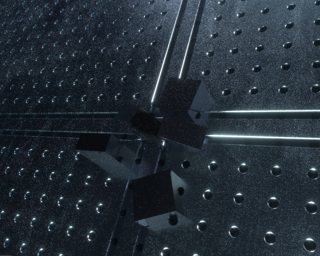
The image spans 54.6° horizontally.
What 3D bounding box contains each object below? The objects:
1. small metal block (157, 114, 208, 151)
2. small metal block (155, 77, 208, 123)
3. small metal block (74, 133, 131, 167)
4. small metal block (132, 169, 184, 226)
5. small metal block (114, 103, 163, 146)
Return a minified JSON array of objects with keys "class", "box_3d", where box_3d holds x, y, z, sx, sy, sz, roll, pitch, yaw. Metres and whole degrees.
[{"class":"small metal block","box_3d":[0.027,0.006,0.361,0.050,0.050,0.025,18,87,8]},{"class":"small metal block","box_3d":[0.029,-0.039,0.418,0.050,0.025,0.050,12,68,33]},{"class":"small metal block","box_3d":[-0.075,0.029,0.415,0.050,0.050,0.025,1,62,29]},{"class":"small metal block","box_3d":[-0.003,0.081,0.361,0.050,0.025,0.050,-19,54,17]},{"class":"small metal block","box_3d":[-0.025,-0.005,0.399,0.025,0.050,0.050,-56,29,-11]}]
